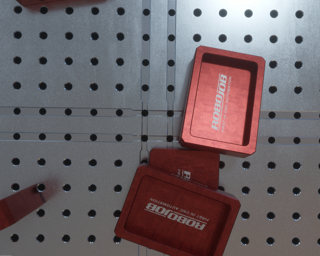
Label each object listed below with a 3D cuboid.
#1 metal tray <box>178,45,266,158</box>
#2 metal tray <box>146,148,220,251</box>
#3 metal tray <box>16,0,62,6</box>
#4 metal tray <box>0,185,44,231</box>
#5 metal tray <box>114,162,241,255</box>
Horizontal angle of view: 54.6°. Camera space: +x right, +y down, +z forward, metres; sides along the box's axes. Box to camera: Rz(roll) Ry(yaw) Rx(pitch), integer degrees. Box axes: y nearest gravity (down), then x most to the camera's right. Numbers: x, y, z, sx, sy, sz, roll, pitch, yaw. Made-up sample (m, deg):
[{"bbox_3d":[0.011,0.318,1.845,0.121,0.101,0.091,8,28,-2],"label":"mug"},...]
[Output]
[{"bbox_3d":[0.079,-0.034,0.395,0.090,0.030,0.130,11,76,0],"label":"metal tray"},{"bbox_3d":[0.029,0.092,0.411,0.090,0.030,0.129,3,90,0],"label":"metal tray"},{"bbox_3d":[-0.135,-0.220,0.410,0.131,0.030,0.090,-9,90,0],"label":"metal tray"},{"bbox_3d":[-0.223,0.119,0.379,0.130,0.090,0.030,-26,90,0],"label":"metal tray"},{"bbox_3d":[0.021,0.106,0.380,0.131,0.030,0.090,20,90,0],"label":"metal tray"}]
